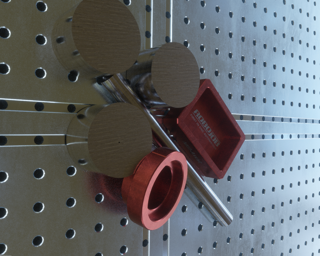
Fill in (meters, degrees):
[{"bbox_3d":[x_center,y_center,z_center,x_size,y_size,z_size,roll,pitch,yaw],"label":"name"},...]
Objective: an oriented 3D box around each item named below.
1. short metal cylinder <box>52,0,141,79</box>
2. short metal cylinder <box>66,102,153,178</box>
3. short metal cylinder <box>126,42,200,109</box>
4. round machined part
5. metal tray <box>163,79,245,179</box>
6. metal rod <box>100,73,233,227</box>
[{"bbox_3d":[-0.068,-0.095,0.335,0.081,0.050,0.080,0,90,-40],"label":"short metal cylinder"},{"bbox_3d":[-0.056,0.013,0.346,0.081,0.050,0.080,0,90,-40],"label":"short metal cylinder"},{"bbox_3d":[0.005,-0.065,0.396,0.081,0.050,0.080,0,90,-40],"label":"short metal cylinder"},{"bbox_3d":[-0.009,0.069,0.376,0.099,0.042,0.097,-34,133,-47],"label":"round machined part"},{"bbox_3d":[0.071,0.003,0.464,0.130,0.030,0.090,51,61,-28],"label":"metal tray"},{"bbox_3d":[0.023,0.043,0.429,0.300,0.025,0.025,52,60,-27],"label":"metal rod"}]
